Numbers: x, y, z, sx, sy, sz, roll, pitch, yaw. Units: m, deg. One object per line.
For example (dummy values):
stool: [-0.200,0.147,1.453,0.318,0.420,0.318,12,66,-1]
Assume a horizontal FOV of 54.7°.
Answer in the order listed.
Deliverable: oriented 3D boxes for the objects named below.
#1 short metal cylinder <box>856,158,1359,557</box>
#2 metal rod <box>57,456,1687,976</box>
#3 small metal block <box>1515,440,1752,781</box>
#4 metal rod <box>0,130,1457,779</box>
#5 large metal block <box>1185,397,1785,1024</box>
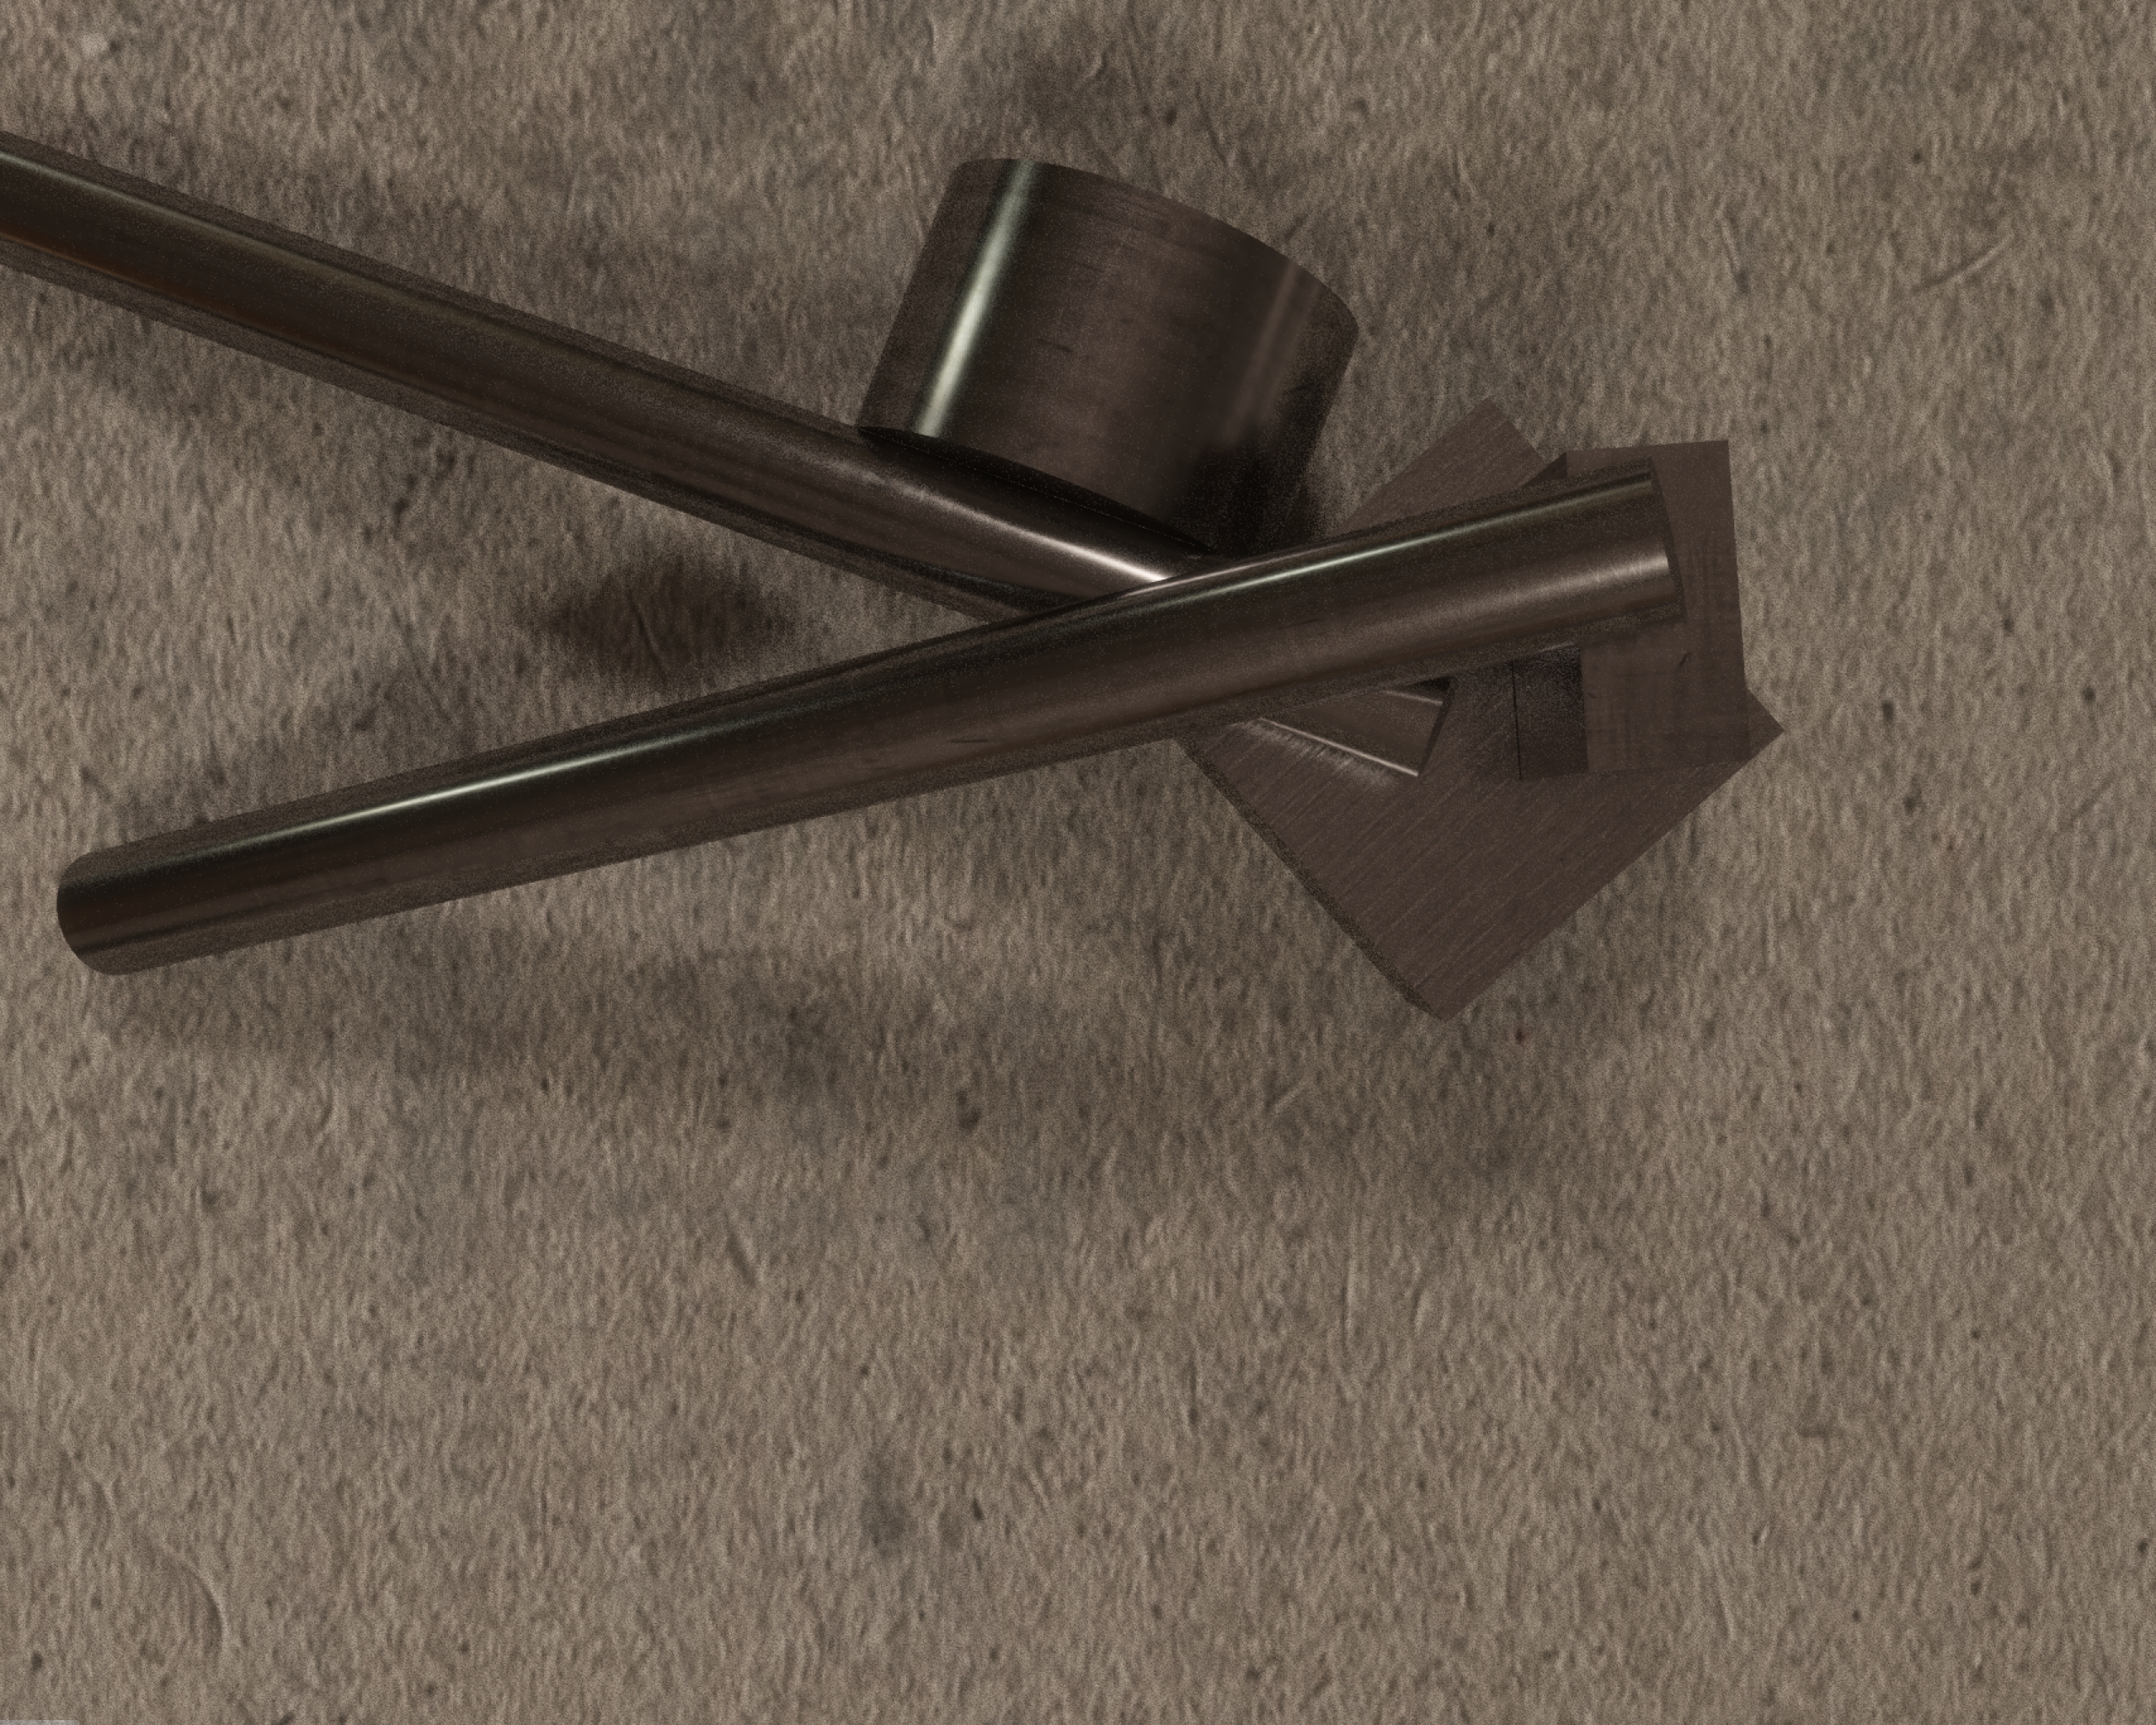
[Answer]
short metal cylinder: [0.005,-0.087,0.385,0.080,0.080,0.050,21,90,-1]
metal rod: [-0.052,-0.019,0.357,0.301,0.025,0.025,-12,90,20]
small metal block: [0.090,-0.040,0.347,0.025,0.050,0.050,-4,90,0]
metal rod: [-0.076,-0.079,0.381,0.301,0.025,0.025,21,90,11]
large metal block: [0.070,-0.028,0.398,0.080,0.050,0.080,-41,90,1]
